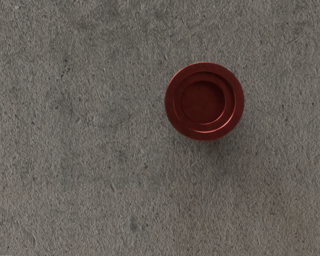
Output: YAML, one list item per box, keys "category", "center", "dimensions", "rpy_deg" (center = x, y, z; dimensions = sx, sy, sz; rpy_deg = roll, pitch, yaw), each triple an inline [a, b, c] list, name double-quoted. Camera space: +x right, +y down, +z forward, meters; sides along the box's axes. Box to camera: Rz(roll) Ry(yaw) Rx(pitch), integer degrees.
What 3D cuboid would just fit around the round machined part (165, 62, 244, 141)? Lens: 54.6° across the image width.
- category: "round machined part"
  center: [0.055, -0.033, 0.402]
  dimensions: [0.099, 0.042, 0.097]
  rpy_deg: [0, 90, 0]
